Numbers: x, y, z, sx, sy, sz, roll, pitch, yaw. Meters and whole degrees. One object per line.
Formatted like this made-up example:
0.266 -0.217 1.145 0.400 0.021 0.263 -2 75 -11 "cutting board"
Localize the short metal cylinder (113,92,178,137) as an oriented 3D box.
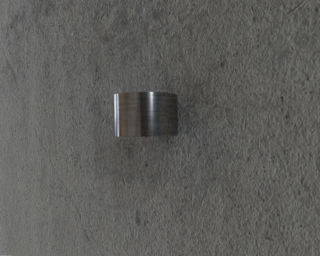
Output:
-0.018 -0.015 0.384 0.080 0.081 0.050 -1 90 39 "short metal cylinder"
